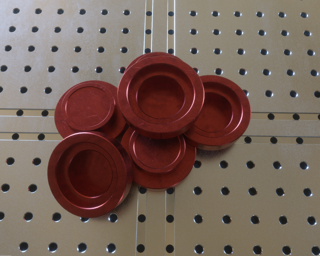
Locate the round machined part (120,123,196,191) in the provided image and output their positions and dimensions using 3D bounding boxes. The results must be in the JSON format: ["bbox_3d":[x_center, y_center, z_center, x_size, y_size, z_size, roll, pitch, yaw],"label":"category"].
[{"bbox_3d":[-0.003,0.028,0.392,0.099,0.042,0.098,0,70,0],"label":"round machined part"}]

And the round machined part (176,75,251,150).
[{"bbox_3d":[0.065,-0.017,0.409,0.099,0.042,0.098,0,70,0],"label":"round machined part"}]

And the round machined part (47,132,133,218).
[{"bbox_3d":[-0.079,0.052,0.369,0.098,0.042,0.097,1,93,14],"label":"round machined part"}]

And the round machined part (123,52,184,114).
[{"bbox_3d":[-0.003,-0.064,0.426,0.099,0.042,0.098,0,70,0],"label":"round machined part"}]

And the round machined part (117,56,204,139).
[{"bbox_3d":[0.001,-0.033,0.369,0.099,0.042,0.098,0,70,0],"label":"round machined part"}]

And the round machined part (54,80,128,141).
[{"bbox_3d":[-0.090,-0.020,0.410,0.099,0.042,0.098,0,70,0],"label":"round machined part"}]
